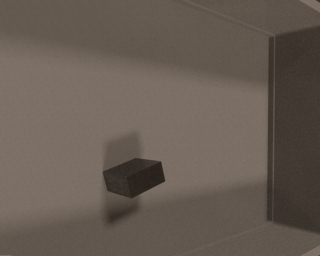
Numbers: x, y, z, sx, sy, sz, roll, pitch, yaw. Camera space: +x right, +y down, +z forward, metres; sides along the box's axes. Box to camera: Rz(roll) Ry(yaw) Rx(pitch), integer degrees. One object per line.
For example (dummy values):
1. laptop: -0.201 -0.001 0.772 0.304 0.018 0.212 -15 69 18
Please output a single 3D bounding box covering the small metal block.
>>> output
1. small metal block: -0.031 0.057 0.366 0.050 0.050 0.025 -20 103 -39
